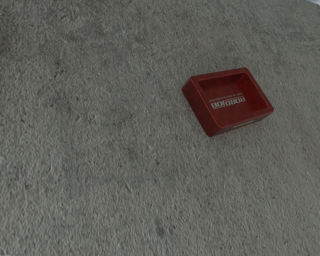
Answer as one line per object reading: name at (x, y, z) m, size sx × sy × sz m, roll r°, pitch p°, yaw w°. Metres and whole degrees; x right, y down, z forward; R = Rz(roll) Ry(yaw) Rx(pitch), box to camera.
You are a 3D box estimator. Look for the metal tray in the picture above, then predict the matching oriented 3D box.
metal tray at (0.108, -0.044, 0.485) m, size 0.131 × 0.030 × 0.090 m, roll -15°, pitch 70°, yaw -34°
